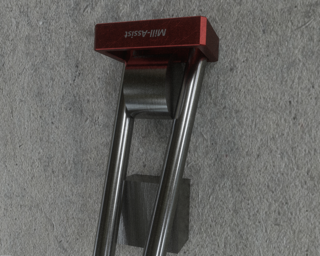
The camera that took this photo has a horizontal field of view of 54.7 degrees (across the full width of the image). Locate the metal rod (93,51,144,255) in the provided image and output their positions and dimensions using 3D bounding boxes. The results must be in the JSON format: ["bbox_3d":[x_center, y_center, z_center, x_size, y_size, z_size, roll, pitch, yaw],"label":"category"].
[{"bbox_3d":[-0.051,0.042,0.379,0.025,0.025,0.299,2,76,19],"label":"metal rod"}]

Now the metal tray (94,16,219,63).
[{"bbox_3d":[-0.001,-0.102,0.375,0.130,0.090,0.030,3,91,19],"label":"metal tray"}]

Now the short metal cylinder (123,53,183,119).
[{"bbox_3d":[-0.005,-0.050,0.382,0.050,0.080,0.079,2,91,19],"label":"short metal cylinder"}]

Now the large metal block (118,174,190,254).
[{"bbox_3d":[-0.008,0.105,0.396,0.080,0.050,0.079,2,91,19],"label":"large metal block"}]

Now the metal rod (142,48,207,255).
[{"bbox_3d":[0.015,0.046,0.355,0.025,0.025,0.299,9,78,19],"label":"metal rod"}]
